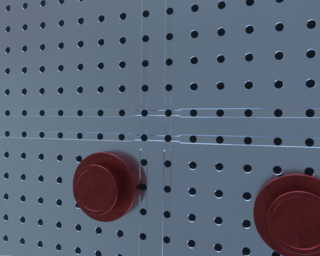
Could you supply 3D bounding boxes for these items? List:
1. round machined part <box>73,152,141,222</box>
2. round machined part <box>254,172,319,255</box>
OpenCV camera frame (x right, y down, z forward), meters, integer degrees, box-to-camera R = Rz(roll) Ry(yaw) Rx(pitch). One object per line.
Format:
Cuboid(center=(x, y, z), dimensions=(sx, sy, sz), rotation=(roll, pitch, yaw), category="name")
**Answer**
Cuboid(center=(-0.080, 0.083, 0.431), dimensions=(0.098, 0.042, 0.097), rotation=(0, 90, 19), category="round machined part")
Cuboid(center=(0.157, 0.101, 0.348), dimensions=(0.098, 0.042, 0.097), rotation=(0, 90, 19), category="round machined part")
